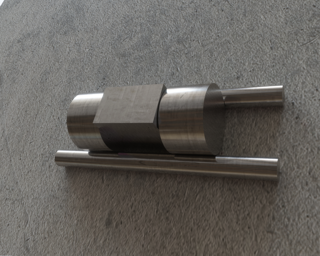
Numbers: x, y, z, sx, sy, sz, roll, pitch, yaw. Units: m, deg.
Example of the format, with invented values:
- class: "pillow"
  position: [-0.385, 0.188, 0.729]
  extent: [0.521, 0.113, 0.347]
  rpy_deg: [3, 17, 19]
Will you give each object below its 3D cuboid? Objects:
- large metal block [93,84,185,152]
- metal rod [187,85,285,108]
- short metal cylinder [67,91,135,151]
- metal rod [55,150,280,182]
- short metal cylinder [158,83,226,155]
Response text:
- class: "large metal block"
  position: [-0.020, -0.009, 0.383]
  extent: [0.080, 0.080, 0.050]
  rpy_deg: [0, 62, 28]
- class: "metal rod"
  position: [0.008, -0.036, 0.424]
  extent: [0.300, 0.025, 0.025]
  rpy_deg: [0, 62, 28]
- class: "short metal cylinder"
  position: [-0.077, -0.009, 0.416]
  extent: [0.050, 0.080, 0.080]
  rpy_deg: [-1, 61, 28]
- class: "metal rod"
  position: [-0.012, 0.043, 0.386]
  extent: [0.300, 0.025, 0.025]
  rpy_deg: [0, 62, 28]
- class: "short metal cylinder"
  position: [0.039, -0.010, 0.355]
  extent: [0.050, 0.080, 0.080]
  rpy_deg: [-1, 61, 28]
